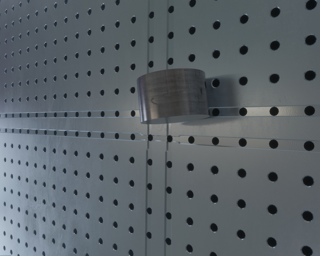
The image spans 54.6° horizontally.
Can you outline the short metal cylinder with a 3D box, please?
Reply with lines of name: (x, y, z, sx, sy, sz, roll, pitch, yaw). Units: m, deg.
short metal cylinder: (0.015, -0.034, 0.362, 0.080, 0.081, 0.050, -9, 84, 40)
